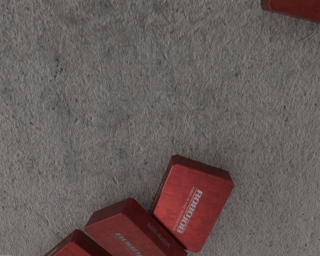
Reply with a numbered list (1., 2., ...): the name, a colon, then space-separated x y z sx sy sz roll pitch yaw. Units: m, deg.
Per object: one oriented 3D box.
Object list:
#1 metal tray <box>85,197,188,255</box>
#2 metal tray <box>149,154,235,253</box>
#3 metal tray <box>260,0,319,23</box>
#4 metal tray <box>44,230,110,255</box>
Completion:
1. metal tray: -0.034 0.166 0.450 0.090 0.030 0.130 -30 109 34
2. metal tray: 0.038 0.112 0.449 0.091 0.030 0.129 19 109 -7
3. metal tray: 0.177 -0.188 0.339 0.091 0.030 0.129 12 110 -5
4. metal tray: -0.145 0.231 0.491 0.130 0.030 0.090 -41 105 13
